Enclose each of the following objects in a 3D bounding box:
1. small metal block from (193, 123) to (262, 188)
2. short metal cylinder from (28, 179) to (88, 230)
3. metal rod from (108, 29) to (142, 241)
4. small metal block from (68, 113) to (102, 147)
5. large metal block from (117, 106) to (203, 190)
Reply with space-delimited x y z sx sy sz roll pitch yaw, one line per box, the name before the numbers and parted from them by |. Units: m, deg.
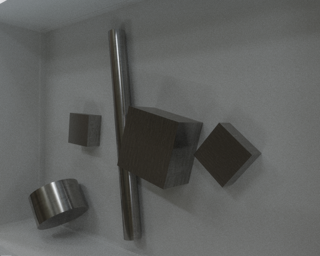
small metal block | 0.074 0.029 0.345 0.050 0.025 0.050 49 119 28
short metal cylinder | -0.165 0.124 0.504 0.080 0.081 0.050 -41 65 32
metal rod | -0.051 0.007 0.446 0.025 0.025 0.298 -8 85 39
small metal block | -0.123 0.002 0.506 0.050 0.025 0.050 7 95 39
large metal block | -0.001 0.021 0.390 0.080 0.050 0.079 20 103 38
